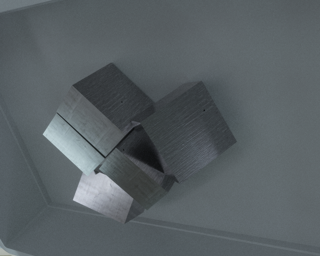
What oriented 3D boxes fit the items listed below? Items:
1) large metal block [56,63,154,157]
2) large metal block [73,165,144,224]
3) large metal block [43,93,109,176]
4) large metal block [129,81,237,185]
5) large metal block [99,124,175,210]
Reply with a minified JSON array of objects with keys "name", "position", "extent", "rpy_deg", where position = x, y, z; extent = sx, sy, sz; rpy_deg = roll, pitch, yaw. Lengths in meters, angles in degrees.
[{"name":"large metal block","position":[-0.065,-0.025,0.388],"extent":[0.080,0.080,0.050],"rpy_deg":[43,129,-2]},{"name":"large metal block","position":[-0.064,0.091,0.451],"extent":[0.080,0.080,0.050],"rpy_deg":[20,92,16]},{"name":"large metal block","position":[-0.093,0.004,0.422],"extent":[0.080,0.080,0.050],"rpy_deg":[44,129,-3]},{"name":"large metal block","position":[0.025,0.003,0.351],"extent":[0.080,0.080,0.050],"rpy_deg":[58,167,-13]},{"name":"large metal block","position":[-0.017,0.044,0.405],"extent":[0.080,0.080,0.050],"rpy_deg":[41,129,0]}]
